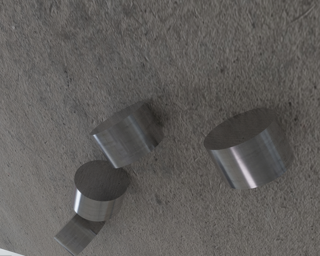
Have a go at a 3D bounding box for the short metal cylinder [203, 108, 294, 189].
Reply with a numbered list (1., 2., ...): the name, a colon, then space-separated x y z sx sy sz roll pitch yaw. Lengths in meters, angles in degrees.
1. short metal cylinder: 0.095 0.021 0.334 0.080 0.080 0.050 -20 108 35

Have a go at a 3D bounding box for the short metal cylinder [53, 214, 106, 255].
1. short metal cylinder: -0.145 0.184 0.561 0.050 0.080 0.080 44 129 -2

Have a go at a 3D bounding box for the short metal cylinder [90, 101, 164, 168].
1. short metal cylinder: -0.042 0.007 0.398 0.080 0.080 0.050 -21 107 36

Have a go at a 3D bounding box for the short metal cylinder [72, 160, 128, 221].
1. short metal cylinder: -0.094 0.096 0.480 0.080 0.080 0.050 27 128 11
